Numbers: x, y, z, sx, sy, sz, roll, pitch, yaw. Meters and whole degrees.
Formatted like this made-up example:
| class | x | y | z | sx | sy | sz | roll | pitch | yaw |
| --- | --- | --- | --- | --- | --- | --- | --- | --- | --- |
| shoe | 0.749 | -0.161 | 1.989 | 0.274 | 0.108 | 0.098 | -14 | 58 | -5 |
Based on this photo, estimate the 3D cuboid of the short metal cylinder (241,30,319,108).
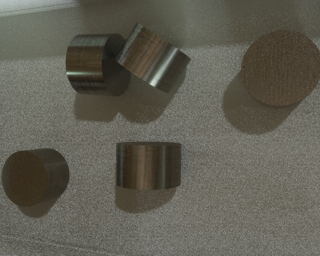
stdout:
| class | x | y | z | sx | sy | sz | roll | pitch | yaw |
| --- | --- | --- | --- | --- | --- | --- | --- | --- | --- |
| short metal cylinder | 0.135 | -0.063 | 0.350 | 0.080 | 0.050 | 0.079 | 0 | 90 | 19 |

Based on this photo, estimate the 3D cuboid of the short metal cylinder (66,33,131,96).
| class | x | y | z | sx | sy | sz | roll | pitch | yaw |
| --- | --- | --- | --- | --- | --- | --- | --- | --- | --- |
| short metal cylinder | -0.078 | -0.083 | 0.408 | 0.050 | 0.080 | 0.079 | 5 | 92 | 19 |

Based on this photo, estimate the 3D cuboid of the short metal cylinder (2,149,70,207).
| class | x | y | z | sx | sy | sz | roll | pitch | yaw |
| --- | --- | --- | --- | --- | --- | --- | --- | --- | --- |
| short metal cylinder | -0.184 | 0.071 | 0.460 | 0.080 | 0.050 | 0.079 | 0 | 90 | 19 |

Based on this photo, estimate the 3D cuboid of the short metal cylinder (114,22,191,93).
| class | x | y | z | sx | sy | sz | roll | pitch | yaw |
| --- | --- | --- | --- | --- | --- | --- | --- | --- | --- |
| short metal cylinder | -0.009 | -0.086 | 0.384 | 0.080 | 0.080 | 0.050 | 37 | 102 | 16 |

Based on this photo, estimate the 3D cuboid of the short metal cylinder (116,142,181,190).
| class | x | y | z | sx | sy | sz | roll | pitch | yaw |
| --- | --- | --- | --- | --- | --- | --- | --- | --- | --- |
| short metal cylinder | -0.014 | 0.044 | 0.385 | 0.080 | 0.080 | 0.050 | 1 | 91 | 19 |
